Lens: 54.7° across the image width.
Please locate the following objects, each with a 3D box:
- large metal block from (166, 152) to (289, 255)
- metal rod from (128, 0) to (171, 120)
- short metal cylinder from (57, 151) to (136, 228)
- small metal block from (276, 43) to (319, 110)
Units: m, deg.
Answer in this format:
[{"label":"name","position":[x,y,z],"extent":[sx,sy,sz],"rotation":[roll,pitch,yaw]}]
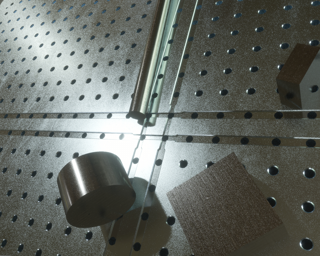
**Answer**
[{"label":"large metal block","position":[0.065,0.085,0.306],"extent":[0.080,0.050,0.080],"rotation":[-33,52,6]},{"label":"metal rod","position":[-0.007,-0.149,0.501],"extent":[0.025,0.025,0.299],"rotation":[-3,60,26]},{"label":"short metal cylinder","position":[-0.075,0.073,0.366],"extent":[0.080,0.080,0.050],"rotation":[-35,52,5]},{"label":"small metal block","position":[0.156,-0.057,0.345],"extent":[0.025,0.050,0.050],"rotation":[25,75,36]}]
